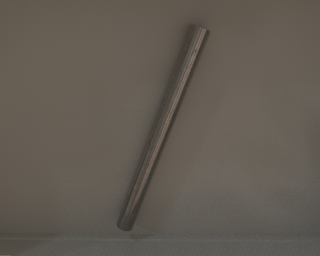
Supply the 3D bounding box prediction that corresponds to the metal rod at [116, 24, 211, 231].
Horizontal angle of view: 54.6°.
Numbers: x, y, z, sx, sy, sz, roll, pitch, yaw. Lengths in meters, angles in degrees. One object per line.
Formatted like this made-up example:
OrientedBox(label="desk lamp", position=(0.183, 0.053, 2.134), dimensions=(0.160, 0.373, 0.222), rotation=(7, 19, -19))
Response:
OrientedBox(label="metal rod", position=(-0.002, 0.013, 0.413), dimensions=(0.025, 0.025, 0.298), rotation=(19, 109, -7))
